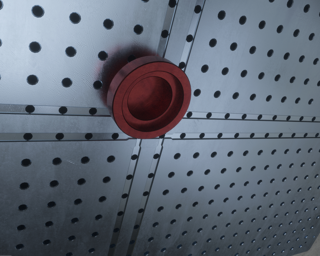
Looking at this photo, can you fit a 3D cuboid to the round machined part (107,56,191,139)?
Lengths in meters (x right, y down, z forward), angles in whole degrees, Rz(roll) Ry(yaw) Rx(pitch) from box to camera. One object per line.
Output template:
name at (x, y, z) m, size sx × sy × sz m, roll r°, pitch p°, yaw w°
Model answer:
round machined part at (-0.016, -0.039, 0.369) m, size 0.099 × 0.042 × 0.097 m, roll -14°, pitch 125°, yaw -21°
